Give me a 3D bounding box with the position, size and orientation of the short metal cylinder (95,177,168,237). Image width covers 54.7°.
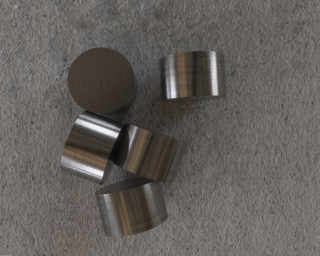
[{"bbox_3d":[-0.035,0.093,0.382,0.080,0.080,0.050,-13,90,0],"label":"short metal cylinder"}]

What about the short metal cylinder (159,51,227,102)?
[{"bbox_3d":[0.040,-0.061,0.383,0.080,0.080,0.050,-3,90,0],"label":"short metal cylinder"}]

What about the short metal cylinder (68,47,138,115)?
[{"bbox_3d":[-0.071,-0.057,0.397,0.081,0.050,0.080,0,90,0],"label":"short metal cylinder"}]

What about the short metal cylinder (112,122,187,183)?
[{"bbox_3d":[-0.012,0.029,0.382,0.080,0.080,0.050,19,90,0],"label":"short metal cylinder"}]

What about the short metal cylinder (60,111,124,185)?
[{"bbox_3d":[-0.080,0.024,0.382,0.050,0.080,0.080,20,90,0],"label":"short metal cylinder"}]
